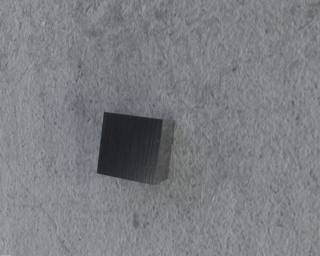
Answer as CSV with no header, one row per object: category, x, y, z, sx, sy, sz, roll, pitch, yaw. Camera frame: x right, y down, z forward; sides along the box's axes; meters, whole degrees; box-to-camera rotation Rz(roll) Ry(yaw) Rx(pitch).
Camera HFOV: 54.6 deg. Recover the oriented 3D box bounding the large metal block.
large metal block,-0.030,0.024,0.407,0.080,0.050,0.080,8,93,20
